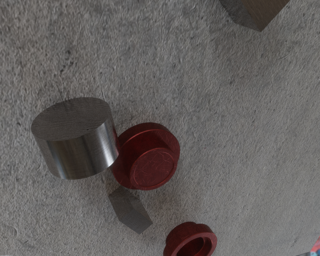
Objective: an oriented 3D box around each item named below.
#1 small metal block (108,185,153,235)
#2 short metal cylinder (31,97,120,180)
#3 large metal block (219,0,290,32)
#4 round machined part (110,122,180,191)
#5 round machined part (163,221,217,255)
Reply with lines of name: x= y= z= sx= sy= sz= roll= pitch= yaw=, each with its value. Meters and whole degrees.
small metal block: x=-0.042 y=0.116 z=0.441 sx=0.025 sy=0.050 sz=0.050 roll=-41 pitch=130 yaw=-1
short metal cylinder: x=-0.087 y=0.009 z=0.330 sx=0.081 sy=0.080 sz=0.050 roll=-20 pitch=127 yaw=-17
large metal block: x=0.107 y=-0.170 z=0.346 sx=0.080 sy=0.050 sz=0.080 roll=-48 pitch=129 yaw=5
round machined part: x=-0.016 y=0.045 z=0.417 sx=0.099 sy=0.042 sz=0.097 roll=-14 pitch=125 yaw=-21
round machined part: x=0.049 y=0.207 z=0.554 sx=0.099 sy=0.042 sz=0.097 roll=-14 pitch=125 yaw=-21
